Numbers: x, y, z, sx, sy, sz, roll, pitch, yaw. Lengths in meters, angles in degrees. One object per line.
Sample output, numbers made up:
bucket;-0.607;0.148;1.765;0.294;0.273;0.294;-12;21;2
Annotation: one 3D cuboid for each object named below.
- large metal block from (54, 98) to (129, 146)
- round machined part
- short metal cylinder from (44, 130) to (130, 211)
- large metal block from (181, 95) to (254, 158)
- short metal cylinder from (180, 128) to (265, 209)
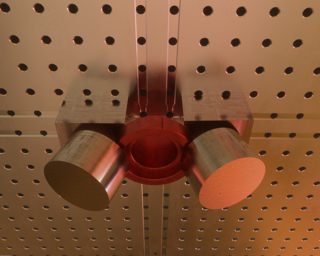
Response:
large metal block;-0.082;0.008;0.401;0.081;0.050;0.079;0;130;-1
round machined part;-0.007;0.023;0.381;0.099;0.042;0.097;0;130;0
short metal cylinder;-0.082;0.049;0.353;0.080;0.050;0.079;14;133;16
large metal block;0.068;0.005;0.400;0.080;0.050;0.079;-1;130;0
short metal cylinder;0.070;0.046;0.352;0.081;0.050;0.079;-13;132;-15
